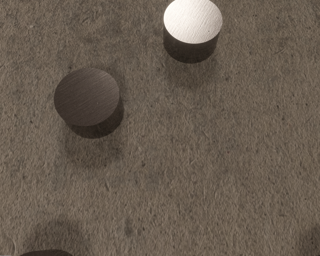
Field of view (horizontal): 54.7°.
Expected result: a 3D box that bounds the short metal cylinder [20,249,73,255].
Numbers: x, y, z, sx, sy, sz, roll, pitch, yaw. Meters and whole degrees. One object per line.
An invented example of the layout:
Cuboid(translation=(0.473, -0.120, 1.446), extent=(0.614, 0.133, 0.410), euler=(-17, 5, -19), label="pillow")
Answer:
Cuboid(translation=(-0.126, 0.173, 0.330), extent=(0.081, 0.050, 0.080), euler=(0, 70, 0), label="short metal cylinder")

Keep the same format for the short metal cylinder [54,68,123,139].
Cuboid(translation=(-0.090, -0.031, 0.405), extent=(0.081, 0.050, 0.080), euler=(0, 70, 0), label="short metal cylinder")

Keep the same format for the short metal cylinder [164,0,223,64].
Cuboid(translation=(0.045, -0.141, 0.447), extent=(0.081, 0.050, 0.080), euler=(0, 70, 0), label="short metal cylinder")
